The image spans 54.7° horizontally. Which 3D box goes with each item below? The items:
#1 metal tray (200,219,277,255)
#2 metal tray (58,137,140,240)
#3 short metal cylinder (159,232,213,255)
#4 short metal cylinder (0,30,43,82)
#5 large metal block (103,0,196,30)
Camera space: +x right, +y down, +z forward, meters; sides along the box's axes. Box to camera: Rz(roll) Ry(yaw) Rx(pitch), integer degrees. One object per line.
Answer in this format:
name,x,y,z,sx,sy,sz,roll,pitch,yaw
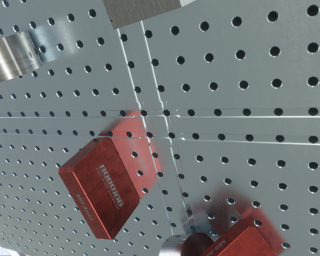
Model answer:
metal tray,0.098,0.203,0.427,0.090,0.130,0.030,53,171,-9
metal tray,-0.086,0.090,0.470,0.030,0.090,0.129,-9,114,32
short metal cylinder,0.045,0.203,0.473,0.050,0.080,0.080,-28,104,47
short metal cylinder,-0.212,-0.098,0.427,0.080,0.080,0.050,-3,117,29
large metal block,-0.017,-0.153,0.309,0.080,0.050,0.080,-7,115,31
